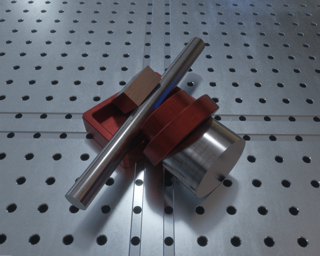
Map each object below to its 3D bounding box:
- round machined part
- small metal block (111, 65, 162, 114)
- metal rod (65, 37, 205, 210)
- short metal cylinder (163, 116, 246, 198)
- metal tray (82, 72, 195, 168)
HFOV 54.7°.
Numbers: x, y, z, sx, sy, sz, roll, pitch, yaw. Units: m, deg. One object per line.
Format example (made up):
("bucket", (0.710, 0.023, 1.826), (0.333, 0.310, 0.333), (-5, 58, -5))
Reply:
("round machined part", (0.017, -0.005, 0.351), (0.099, 0.098, 0.042), (-39, 82, -28))
("small metal block", (-0.031, -0.049, 0.404), (0.025, 0.050, 0.050), (44, 66, -13))
("metal rod", (-0.013, -0.028, 0.391), (0.025, 0.025, 0.301), (22, 53, 17))
("short metal cylinder", (0.049, 0.030, 0.345), (0.080, 0.080, 0.050), (-36, 59, -27))
("metal tray", (-0.024, -0.017, 0.417), (0.131, 0.030, 0.090), (-36, 59, -27))
